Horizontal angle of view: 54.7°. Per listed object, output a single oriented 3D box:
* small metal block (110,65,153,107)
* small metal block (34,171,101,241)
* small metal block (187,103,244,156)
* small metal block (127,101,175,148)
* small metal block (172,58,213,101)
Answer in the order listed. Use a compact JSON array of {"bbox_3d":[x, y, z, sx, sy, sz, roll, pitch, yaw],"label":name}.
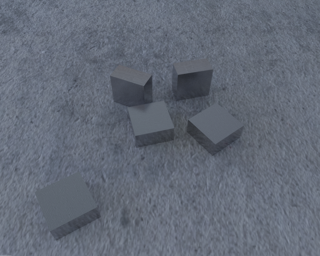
[{"bbox_3d":[-0.039,-0.055,0.433,0.050,0.050,0.025,19,53,15],"label":"small metal block"},{"bbox_3d":[-0.099,0.082,0.333,0.050,0.025,0.050,-25,55,-20],"label":"small metal block"},{"bbox_3d":[0.071,0.001,0.404,0.050,0.025,0.050,-30,57,-23],"label":"small metal block"},{"bbox_3d":[-0.012,-0.006,0.408,0.050,0.025,0.050,-11,51,-10],"label":"small metal block"},{"bbox_3d":[0.045,-0.069,0.446,0.050,0.050,0.025,-11,51,-9],"label":"small metal block"}]
